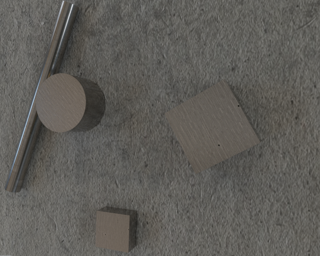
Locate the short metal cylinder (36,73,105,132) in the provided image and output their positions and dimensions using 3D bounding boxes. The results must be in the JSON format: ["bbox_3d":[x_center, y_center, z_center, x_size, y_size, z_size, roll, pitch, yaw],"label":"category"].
[{"bbox_3d":[-0.126,-0.034,0.440,0.080,0.050,0.079,0,90,20],"label":"short metal cylinder"}]

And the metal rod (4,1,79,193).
[{"bbox_3d":[-0.182,-0.042,0.473,0.025,0.025,0.298,23,97,18],"label":"metal rod"}]

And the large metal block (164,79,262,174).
[{"bbox_3d":[0.065,-0.001,0.373,0.080,0.050,0.080,-30,81,17],"label":"large metal block"}]

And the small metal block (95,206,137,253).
[{"bbox_3d":[-0.060,0.140,0.430,0.050,0.025,0.050,2,91,20],"label":"small metal block"}]
